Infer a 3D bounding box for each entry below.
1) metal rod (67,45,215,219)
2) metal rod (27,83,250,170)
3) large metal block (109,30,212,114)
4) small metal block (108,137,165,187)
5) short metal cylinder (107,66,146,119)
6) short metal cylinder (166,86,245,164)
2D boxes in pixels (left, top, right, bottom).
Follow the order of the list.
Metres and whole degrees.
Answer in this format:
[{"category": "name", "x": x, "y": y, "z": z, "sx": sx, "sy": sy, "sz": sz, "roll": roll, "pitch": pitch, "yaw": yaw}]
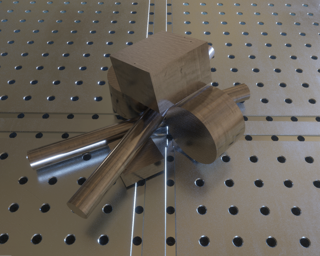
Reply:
[{"category": "metal rod", "x": -0.005, "y": -0.018, "z": 0.386, "sx": 0.025, "sy": 0.025, "sz": 0.301, "roll": 24, "pitch": 54, "yaw": 19}, {"category": "metal rod", "x": -0.015, "y": -0.007, "z": 0.408, "sx": 0.302, "sy": 0.025, "sz": 0.025, "roll": -18, "pitch": 53, "yaw": -15}, {"category": "large metal block", "x": 0.001, "y": -0.070, "z": 0.363, "sx": 0.080, "sy": 0.050, "sz": 0.080, "roll": -33, "pitch": 40, "yaw": -24}, {"category": "small metal block", "x": -0.029, "y": 0.035, "z": 0.373, "sx": 0.050, "sy": 0.025, "sz": 0.050, "roll": -22, "pitch": 54, "yaw": -18}, {"category": "short metal cylinder", "x": -0.030, "y": -0.057, "z": 0.434, "sx": 0.081, "sy": 0.050, "sz": 0.080, "roll": 0, "pitch": 50, "yaw": 0}, {"category": "short metal cylinder", "x": 0.053, "y": -0.004, "z": 0.371, "sx": 0.050, "sy": 0.080, "sz": 0.080, "roll": -36, "pitch": 59, "yaw": -25}]
